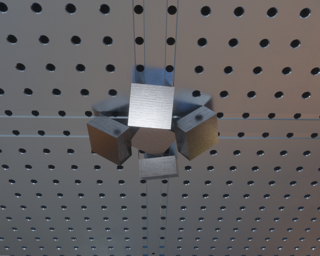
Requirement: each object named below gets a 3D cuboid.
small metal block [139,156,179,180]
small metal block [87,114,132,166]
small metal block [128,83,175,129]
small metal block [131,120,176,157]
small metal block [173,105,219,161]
[{"bbox_3d":[0.000,0.058,0.445,0.050,0.025,0.050,-7,166,5],"label":"small metal block"},{"bbox_3d":[-0.066,0.016,0.409,0.050,0.025,0.050,24,136,25],"label":"small metal block"},{"bbox_3d":[-0.011,-0.026,0.373,0.050,0.025,0.050,5,94,-4],"label":"small metal block"},{"bbox_3d":[-0.009,0.008,0.417,0.050,0.025,0.050,25,126,-20],"label":"small metal block"},{"bbox_3d":[0.048,0.007,0.402,0.050,0.025,0.050,-30,133,-21],"label":"small metal block"}]
